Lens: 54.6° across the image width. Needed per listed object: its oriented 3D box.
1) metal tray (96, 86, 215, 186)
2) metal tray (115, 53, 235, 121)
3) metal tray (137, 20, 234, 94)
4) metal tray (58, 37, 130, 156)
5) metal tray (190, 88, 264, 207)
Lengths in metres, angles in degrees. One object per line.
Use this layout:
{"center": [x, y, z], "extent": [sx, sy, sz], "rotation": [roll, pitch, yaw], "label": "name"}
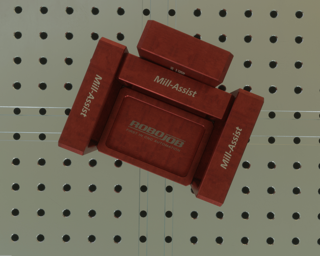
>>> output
{"center": [-0.006, 0.011, 0.410], "extent": [0.131, 0.030, 0.090], "rotation": [22, 90, -1], "label": "metal tray"}
{"center": [0.017, -0.046, 0.381], "extent": [0.131, 0.090, 0.030], "rotation": [22, 91, -1], "label": "metal tray"}
{"center": [0.025, -0.075, 0.360], "extent": [0.090, 0.130, 0.030], "rotation": [22, 91, 0], "label": "metal tray"}
{"center": [-0.074, -0.035, 0.380], "extent": [0.030, 0.090, 0.130], "rotation": [22, 90, 0], "label": "metal tray"}
{"center": [0.077, 0.021, 0.381], "extent": [0.030, 0.090, 0.129], "rotation": [22, 90, 0], "label": "metal tray"}
